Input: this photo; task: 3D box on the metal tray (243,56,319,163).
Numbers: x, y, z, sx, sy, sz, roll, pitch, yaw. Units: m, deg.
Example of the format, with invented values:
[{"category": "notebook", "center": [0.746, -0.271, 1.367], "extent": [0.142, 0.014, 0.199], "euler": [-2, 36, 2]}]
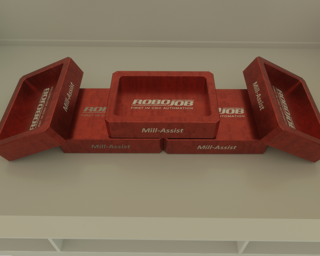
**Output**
[{"category": "metal tray", "center": [0.161, -0.027, 0.398], "extent": [0.091, 0.030, 0.130], "euler": [19, 46, -21]}]

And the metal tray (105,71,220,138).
[{"category": "metal tray", "center": [0.003, -0.031, 0.387], "extent": [0.131, 0.030, 0.090], "euler": [0, 49, 0]}]

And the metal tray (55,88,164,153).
[{"category": "metal tray", "center": [-0.061, -0.011, 0.410], "extent": [0.131, 0.030, 0.090], "euler": [0, 50, 0]}]

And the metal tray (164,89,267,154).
[{"category": "metal tray", "center": [0.070, -0.011, 0.410], "extent": [0.131, 0.030, 0.090], "euler": [0, 50, 0]}]

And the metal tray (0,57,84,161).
[{"category": "metal tray", "center": [-0.154, -0.027, 0.399], "extent": [0.090, 0.030, 0.130], "euler": [-16, 47, 19]}]
